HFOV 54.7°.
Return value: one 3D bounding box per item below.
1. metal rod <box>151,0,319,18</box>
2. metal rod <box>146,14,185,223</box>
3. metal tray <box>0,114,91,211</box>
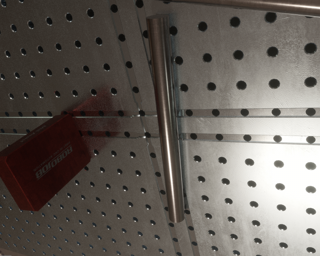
[{"bbox_3d":[0.075,-0.126,0.293,0.301,0.025,0.025,14,124,19],"label":"metal rod"},{"bbox_3d":[0.012,0.008,0.408,0.025,0.025,0.298,8,122,24],"label":"metal rod"},{"bbox_3d":[-0.166,0.047,0.457,0.030,0.131,0.090,-5,116,30],"label":"metal tray"}]
